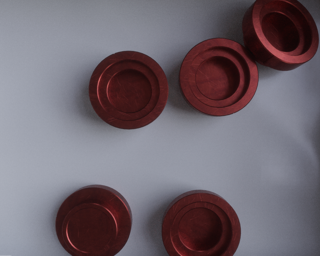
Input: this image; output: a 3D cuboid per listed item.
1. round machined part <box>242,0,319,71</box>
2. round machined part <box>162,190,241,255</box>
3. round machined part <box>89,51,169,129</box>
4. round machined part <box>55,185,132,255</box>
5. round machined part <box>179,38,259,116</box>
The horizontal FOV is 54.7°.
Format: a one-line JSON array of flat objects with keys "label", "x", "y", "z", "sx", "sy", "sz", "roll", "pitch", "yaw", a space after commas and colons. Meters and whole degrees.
[{"label": "round machined part", "x": 0.147, "y": -0.117, "z": 0.393, "sx": 0.099, "sy": 0.042, "sz": 0.098, "roll": 5, "pitch": 74, "yaw": -18}, {"label": "round machined part", "x": 0.051, "y": 0.129, "z": 0.404, "sx": 0.099, "sy": 0.042, "sz": 0.097, "roll": 0, "pitch": 90, "yaw": -1}, {"label": "round machined part", "x": -0.039, "y": -0.047, "z": 0.402, "sx": 0.099, "sy": 0.042, "sz": 0.097, "roll": 0, "pitch": 90, "yaw": -1}, {"label": "round machined part", "x": -0.087, "y": 0.126, "z": 0.402, "sx": 0.099, "sy": 0.042, "sz": 0.097, "roll": 0, "pitch": 90, "yaw": -1}, {"label": "round machined part", "x": 0.073, "y": -0.063, "z": 0.404, "sx": 0.099, "sy": 0.042, "sz": 0.097, "roll": 0, "pitch": 90, "yaw": 0}]
